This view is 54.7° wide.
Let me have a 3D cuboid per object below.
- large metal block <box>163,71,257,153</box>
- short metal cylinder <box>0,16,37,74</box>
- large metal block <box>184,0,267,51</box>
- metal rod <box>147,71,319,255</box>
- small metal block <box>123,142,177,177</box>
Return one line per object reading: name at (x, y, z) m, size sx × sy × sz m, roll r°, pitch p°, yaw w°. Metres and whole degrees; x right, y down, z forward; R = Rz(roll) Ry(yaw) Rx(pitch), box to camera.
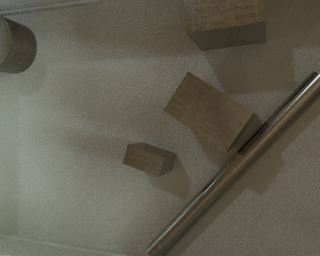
large metal block at (0.062, -0.018, 0.359) m, size 0.080 × 0.080 × 0.050 m, roll 35°, pitch 101°, yaw 16°
short metal cylinder at (-0.241, -0.128, 0.480) m, size 0.080 × 0.050 × 0.079 m, roll 0°, pitch 90°, yaw 19°
large metal block at (0.078, -0.127, 0.354) m, size 0.080 × 0.080 × 0.050 m, roll -3°, pitch 89°, yaw 19°
metal rod at (0.087, 0.056, 0.379) m, size 0.025 × 0.025 × 0.299 m, roll 44°, pitch 103°, yaw 14°
small metal block at (-0.012, 0.039, 0.401) m, size 0.050 × 0.050 × 0.025 m, roll 18°, pitch 96°, yaw 19°
